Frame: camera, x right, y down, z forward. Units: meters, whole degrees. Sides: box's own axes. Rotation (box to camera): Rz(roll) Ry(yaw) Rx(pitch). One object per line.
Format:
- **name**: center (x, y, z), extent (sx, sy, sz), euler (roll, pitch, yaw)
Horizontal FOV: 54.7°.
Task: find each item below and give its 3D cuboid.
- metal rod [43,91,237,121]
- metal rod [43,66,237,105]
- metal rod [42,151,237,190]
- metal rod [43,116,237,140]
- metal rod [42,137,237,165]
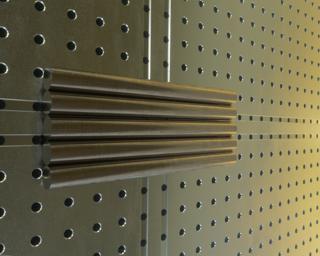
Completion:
- **metal rod**: center (0.001, -0.025, 0.412), extent (0.302, 0.025, 0.025), euler (0, 90, -40)
- **metal rod**: center (0.001, -0.050, 0.412), extent (0.302, 0.025, 0.025), euler (0, 90, -40)
- **metal rod**: center (0.000, 0.050, 0.411), extent (0.302, 0.025, 0.025), euler (0, 90, -40)
- **metal rod**: center (0.001, 0.001, 0.412), extent (0.302, 0.025, 0.025), euler (0, 90, -40)
- **metal rod**: center (0.001, 0.026, 0.411), extent (0.302, 0.025, 0.025), euler (0, 90, -40)
